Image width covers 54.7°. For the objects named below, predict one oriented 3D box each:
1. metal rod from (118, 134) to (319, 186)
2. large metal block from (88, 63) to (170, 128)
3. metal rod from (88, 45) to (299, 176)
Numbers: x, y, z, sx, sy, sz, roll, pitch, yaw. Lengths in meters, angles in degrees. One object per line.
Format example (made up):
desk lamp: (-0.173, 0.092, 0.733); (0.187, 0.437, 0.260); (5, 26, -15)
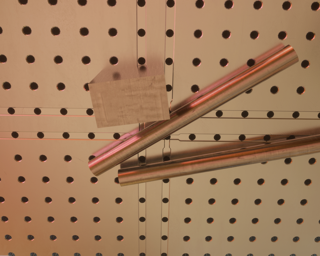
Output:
metal rod: (0.092, 0.044, 0.430); (0.302, 0.025, 0.025); (-10, 110, 3)
large metal block: (-0.032, -0.042, 0.368); (0.080, 0.080, 0.050); (-7, 110, 2)
metal rod: (0.036, -0.018, 0.407); (0.300, 0.025, 0.025); (-30, 108, 10)
